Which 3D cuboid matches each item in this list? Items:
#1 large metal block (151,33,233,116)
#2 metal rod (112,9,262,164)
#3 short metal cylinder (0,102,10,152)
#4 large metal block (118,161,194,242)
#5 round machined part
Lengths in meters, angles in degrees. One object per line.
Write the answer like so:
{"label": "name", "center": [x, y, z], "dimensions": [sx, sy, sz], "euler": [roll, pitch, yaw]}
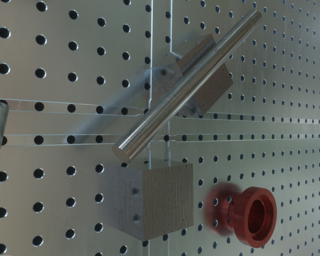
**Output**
{"label": "large metal block", "center": [0.047, -0.073, 0.432], "dimensions": [0.080, 0.050, 0.080], "euler": [-45, 117, -31]}
{"label": "metal rod", "center": [0.050, -0.069, 0.385], "dimensions": [0.301, 0.025, 0.025], "euler": [-47, 118, -30]}
{"label": "short metal cylinder", "center": [-0.164, -0.001, 0.236], "dimensions": [0.081, 0.080, 0.050], "euler": [14, 81, -39]}
{"label": "large metal block", "center": [-0.004, 0.086, 0.389], "dimensions": [0.081, 0.050, 0.079], "euler": [-2, 91, -40]}
{"label": "round machined part", "center": [0.154, 0.149, 0.528], "dimensions": [0.099, 0.042, 0.097], "euler": [0, 90, -40]}
